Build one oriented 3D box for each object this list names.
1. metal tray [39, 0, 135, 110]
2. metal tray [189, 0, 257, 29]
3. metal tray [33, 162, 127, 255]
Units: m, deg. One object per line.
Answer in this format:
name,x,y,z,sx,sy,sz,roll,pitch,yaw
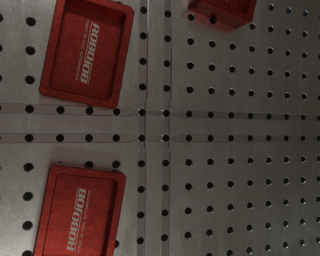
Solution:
metal tray,-0.088,-0.093,0.377,0.091,0.030,0.129,11,86,-20
metal tray,0.101,-0.223,0.448,0.091,0.030,0.129,15,85,-20
metal tray,-0.098,0.112,0.374,0.091,0.030,0.129,11,86,-20
